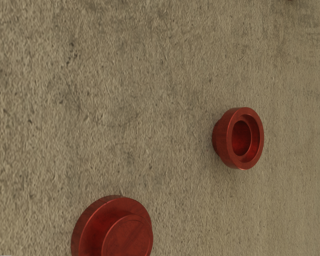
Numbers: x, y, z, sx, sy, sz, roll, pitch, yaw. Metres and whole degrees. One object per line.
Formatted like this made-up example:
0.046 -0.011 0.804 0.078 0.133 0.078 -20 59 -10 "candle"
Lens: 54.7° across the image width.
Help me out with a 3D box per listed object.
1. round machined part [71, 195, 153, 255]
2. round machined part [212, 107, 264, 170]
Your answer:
-0.047 0.129 0.355 0.099 0.042 0.097 0 90 -40 "round machined part"
0.121 0.016 0.495 0.099 0.042 0.097 0 90 -40 "round machined part"
